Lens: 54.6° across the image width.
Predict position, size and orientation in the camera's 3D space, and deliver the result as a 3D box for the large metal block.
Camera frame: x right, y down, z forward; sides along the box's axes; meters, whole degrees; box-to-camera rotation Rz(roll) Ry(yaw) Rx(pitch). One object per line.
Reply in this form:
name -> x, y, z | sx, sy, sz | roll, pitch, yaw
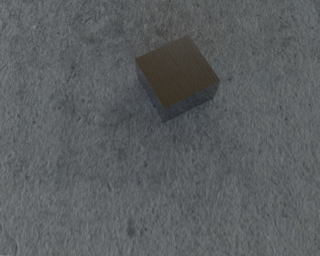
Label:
large metal block -> 0.022, -0.066, 0.419 | 0.080, 0.050, 0.080 | -27, 72, -10
